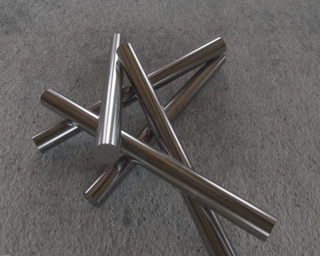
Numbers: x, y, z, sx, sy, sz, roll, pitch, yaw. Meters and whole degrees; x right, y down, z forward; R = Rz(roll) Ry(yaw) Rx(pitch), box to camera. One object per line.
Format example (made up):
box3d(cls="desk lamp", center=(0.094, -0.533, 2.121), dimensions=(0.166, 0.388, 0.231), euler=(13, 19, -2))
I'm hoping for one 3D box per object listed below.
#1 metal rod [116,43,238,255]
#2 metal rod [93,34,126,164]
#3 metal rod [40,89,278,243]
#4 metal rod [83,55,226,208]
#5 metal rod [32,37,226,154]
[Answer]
box3d(cls="metal rod", center=(0.008, 0.011, 0.363), dimensions=(0.025, 0.025, 0.299), euler=(-18, 62, -14))
box3d(cls="metal rod", center=(-0.060, -0.063, 0.407), dimensions=(0.025, 0.025, 0.300), euler=(-3, 35, -3))
box3d(cls="metal rod", center=(-0.022, 0.026, 0.335), dimensions=(0.300, 0.025, 0.025), euler=(28, 56, 24))
box3d(cls="metal rod", center=(0.010, -0.017, 0.416), dimensions=(0.025, 0.025, 0.301), euler=(28, 55, 21))
box3d(cls="metal rod", center=(-0.030, -0.053, 0.430), dimensions=(0.302, 0.025, 0.025), euler=(-31, 57, -18))
